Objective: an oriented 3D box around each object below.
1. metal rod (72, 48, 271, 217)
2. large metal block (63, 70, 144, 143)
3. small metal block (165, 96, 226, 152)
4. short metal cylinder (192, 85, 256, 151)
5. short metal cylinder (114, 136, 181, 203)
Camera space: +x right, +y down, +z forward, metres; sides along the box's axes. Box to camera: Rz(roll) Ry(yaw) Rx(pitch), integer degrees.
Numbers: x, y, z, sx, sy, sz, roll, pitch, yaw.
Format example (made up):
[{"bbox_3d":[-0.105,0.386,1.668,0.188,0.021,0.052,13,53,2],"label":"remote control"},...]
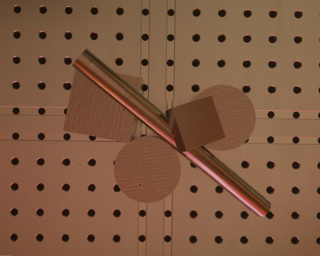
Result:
[{"bbox_3d":[0.025,0.015,0.375,0.301,0.025,0.025,39,90,-14],"label":"metal rod"},{"bbox_3d":[-0.068,-0.029,0.395,0.080,0.050,0.080,11,90,0],"label":"large metal block"},{"bbox_3d":[0.040,-0.004,0.353,0.050,0.025,0.050,-18,90,-18],"label":"small metal block"},{"bbox_3d":[0.075,-0.013,0.398,0.081,0.050,0.079,0,90,0],"label":"short metal cylinder"},{"bbox_3d":[-0.015,0.050,0.397,0.081,0.050,0.079,0,90,0],"label":"short metal cylinder"}]
